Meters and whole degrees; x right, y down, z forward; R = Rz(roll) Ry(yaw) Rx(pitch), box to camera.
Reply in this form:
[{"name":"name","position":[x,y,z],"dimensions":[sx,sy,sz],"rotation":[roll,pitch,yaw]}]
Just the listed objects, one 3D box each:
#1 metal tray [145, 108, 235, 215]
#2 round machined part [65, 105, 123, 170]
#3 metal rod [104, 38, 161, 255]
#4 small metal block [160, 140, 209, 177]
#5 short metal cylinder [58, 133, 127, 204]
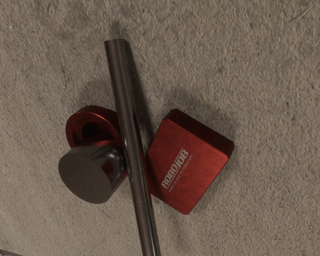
[{"name":"metal tray","position":[0.027,0.048,0.409],"dimensions":[0.090,0.030,0.129],"rotation":[31,129,8]},{"name":"round machined part","position":[-0.082,0.011,0.444],"dimensions":[0.098,0.042,0.097],"rotation":[13,124,20]},{"name":"metal rod","position":[-0.033,0.039,0.401],"dimensions":[0.025,0.025,0.298],"rotation":[-2,104,29]},{"name":"small metal block","position":[0.034,0.037,0.411],"dimensions":[0.050,0.025,0.050],"rotation":[-34,100,38]},{"name":"short metal cylinder","position":[-0.086,0.054,0.413],"dimensions":[0.080,0.050,0.079],"rotation":[13,124,20]}]
